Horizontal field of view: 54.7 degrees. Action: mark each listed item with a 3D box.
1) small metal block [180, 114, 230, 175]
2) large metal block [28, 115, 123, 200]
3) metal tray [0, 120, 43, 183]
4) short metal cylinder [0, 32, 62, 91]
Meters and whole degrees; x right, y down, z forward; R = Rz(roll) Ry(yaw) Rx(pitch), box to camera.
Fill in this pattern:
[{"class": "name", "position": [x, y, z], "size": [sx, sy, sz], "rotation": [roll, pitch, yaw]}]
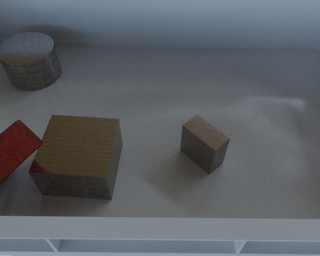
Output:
[{"class": "small metal block", "position": [0.052, 0.020, 0.373], "size": [0.025, 0.050, 0.050], "rotation": [-35, 59, -26]}, {"class": "large metal block", "position": [-0.092, 0.033, 0.360], "size": [0.080, 0.050, 0.080], "rotation": [4, 50, 2]}, {"class": "metal tray", "position": [-0.174, 0.045, 0.304], "size": [0.030, 0.130, 0.090], "rotation": [49, 55, -14]}, {"class": "short metal cylinder", "position": [-0.197, -0.102, 0.472], "size": [0.081, 0.050, 0.080], "rotation": [0, 50, 0]}]
